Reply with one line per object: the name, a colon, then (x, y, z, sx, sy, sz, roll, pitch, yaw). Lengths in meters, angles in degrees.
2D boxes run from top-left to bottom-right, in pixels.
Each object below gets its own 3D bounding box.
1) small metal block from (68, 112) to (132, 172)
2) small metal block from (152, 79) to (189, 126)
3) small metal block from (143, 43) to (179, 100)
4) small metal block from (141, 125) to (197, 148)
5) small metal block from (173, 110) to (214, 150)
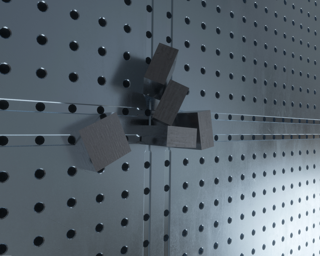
small metal block: (-0.067, 0.015, 0.352, 0.050, 0.025, 0.050, -31, 109, -36)
small metal block: (0.012, -0.029, 0.392, 0.025, 0.050, 0.050, 25, 88, 0)
small metal block: (0.000, -0.069, 0.389, 0.025, 0.050, 0.050, 21, 73, 3)
small metal block: (0.012, 0.011, 0.402, 0.050, 0.050, 0.025, 5, 87, -40)
small metal block: (0.045, 0.002, 0.429, 0.025, 0.050, 0.050, -12, 98, -39)
